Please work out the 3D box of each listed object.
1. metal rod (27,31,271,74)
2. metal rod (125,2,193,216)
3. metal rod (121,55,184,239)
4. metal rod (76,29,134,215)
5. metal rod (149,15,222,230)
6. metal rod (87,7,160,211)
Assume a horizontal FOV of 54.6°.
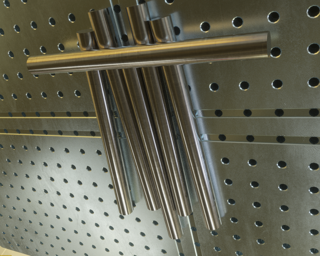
[{"bbox_3d":[-0.035,-0.080,0.348,0.300,0.025,0.025,2,119,27],"label":"metal rod"},{"bbox_3d":[0.006,-0.005,0.407,0.025,0.025,0.298,1,119,28],"label":"metal rod"},{"bbox_3d":[-0.006,0.041,0.440,0.025,0.025,0.298,1,119,28],"label":"metal rod"},{"bbox_3d":[-0.074,0.009,0.455,0.025,0.025,0.298,7,122,25],"label":"metal rod"},{"bbox_3d":[0.039,0.011,0.398,0.025,0.025,0.299,-3,117,29],"label":"metal rod"},{"bbox_3d":[-0.041,-0.008,0.429,0.025,0.025,0.298,1,119,28],"label":"metal rod"}]
